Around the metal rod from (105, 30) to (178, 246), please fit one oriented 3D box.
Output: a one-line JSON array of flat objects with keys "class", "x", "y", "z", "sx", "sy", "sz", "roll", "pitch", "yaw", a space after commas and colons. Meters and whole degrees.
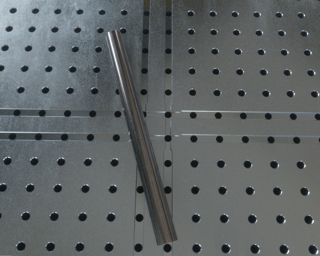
[{"class": "metal rod", "x": -0.030, "y": -0.001, "z": 0.411, "sx": 0.025, "sy": 0.025, "sz": 0.299, "roll": -14, "pitch": 71, "yaw": -6}]
